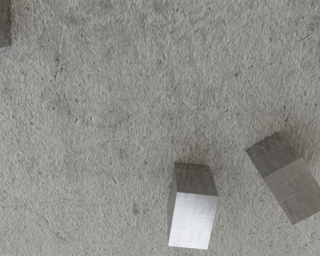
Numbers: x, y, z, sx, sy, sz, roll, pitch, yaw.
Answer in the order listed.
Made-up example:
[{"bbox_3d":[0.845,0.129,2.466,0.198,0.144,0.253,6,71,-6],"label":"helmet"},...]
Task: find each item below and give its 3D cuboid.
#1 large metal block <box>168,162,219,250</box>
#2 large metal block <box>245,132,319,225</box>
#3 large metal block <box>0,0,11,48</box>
[{"bbox_3d":[0.040,0.102,0.418,0.050,0.080,0.079,7,110,-3],"label":"large metal block"},{"bbox_3d":[0.163,0.063,0.405,0.050,0.080,0.080,-32,107,11],"label":"large metal block"},{"bbox_3d":[-0.218,-0.136,0.344,0.081,0.050,0.079,9,110,-4],"label":"large metal block"}]
